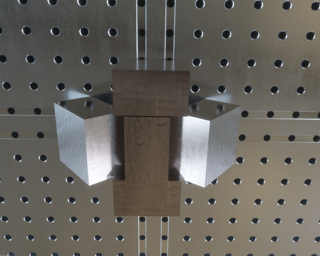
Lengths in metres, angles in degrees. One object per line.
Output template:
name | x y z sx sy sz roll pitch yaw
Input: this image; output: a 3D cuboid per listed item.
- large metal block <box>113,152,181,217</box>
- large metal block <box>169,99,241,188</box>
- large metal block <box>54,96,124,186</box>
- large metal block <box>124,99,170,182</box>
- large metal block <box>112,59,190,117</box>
large metal block | -0.016 0.071 0.409 0.081 0.080 0.050 1 110 -1
large metal block | 0.056 0.014 0.381 0.050 0.081 0.079 15 114 34
large metal block | -0.086 0.012 0.380 0.050 0.080 0.079 -16 116 -37
large metal block | -0.015 0.011 0.387 0.050 0.080 0.079 1 110 -1
large metal block | -0.010 -0.050 0.364 0.081 0.080 0.050 1 110 -1
